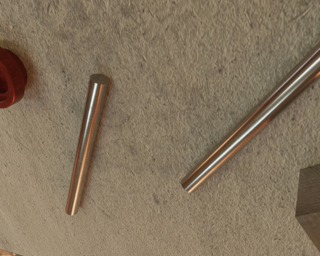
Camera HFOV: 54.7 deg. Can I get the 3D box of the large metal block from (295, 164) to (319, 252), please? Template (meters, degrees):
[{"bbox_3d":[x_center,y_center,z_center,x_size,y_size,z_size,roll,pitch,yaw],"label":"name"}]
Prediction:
[{"bbox_3d":[0.192,0.073,0.315,0.080,0.080,0.050,-29,103,37],"label":"large metal block"}]

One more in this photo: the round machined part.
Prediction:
[{"bbox_3d":[-0.244,-0.082,0.471,0.098,0.042,0.097,13,124,20],"label":"round machined part"}]

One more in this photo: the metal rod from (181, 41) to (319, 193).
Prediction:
[{"bbox_3d":[0.111,-0.013,0.340,0.025,0.025,0.298,39,129,2],"label":"metal rod"}]

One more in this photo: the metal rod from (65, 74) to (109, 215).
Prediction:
[{"bbox_3d":[-0.123,0.045,0.497,0.025,0.025,0.298,29,128,9],"label":"metal rod"}]
